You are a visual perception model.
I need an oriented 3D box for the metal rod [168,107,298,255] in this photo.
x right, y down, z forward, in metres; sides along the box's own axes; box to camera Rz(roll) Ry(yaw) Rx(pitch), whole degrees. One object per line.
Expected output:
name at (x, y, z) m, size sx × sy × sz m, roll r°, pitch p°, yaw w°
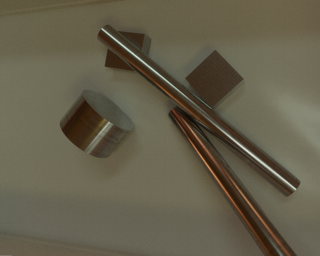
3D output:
metal rod at (0.088, 0.082, 0.316) m, size 0.025 × 0.025 × 0.300 m, roll -44°, pitch 53°, yaw 14°

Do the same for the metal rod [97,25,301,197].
metal rod at (0.040, -0.027, 0.379) m, size 0.300 × 0.025 × 0.025 m, roll 41°, pitch 103°, yaw 9°

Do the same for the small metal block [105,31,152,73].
small metal block at (-0.044, -0.103, 0.425) m, size 0.050 × 0.025 × 0.050 m, roll 12°, pitch 94°, yaw 19°

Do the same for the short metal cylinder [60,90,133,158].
short metal cylinder at (-0.083, -0.006, 0.409) m, size 0.080 × 0.080 × 0.050 m, roll 44°, pitch 104°, yaw 14°

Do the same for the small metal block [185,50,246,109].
small metal block at (0.069, -0.060, 0.386) m, size 0.050 × 0.025 × 0.050 m, roll -43°, pitch 77°, yaw 14°
